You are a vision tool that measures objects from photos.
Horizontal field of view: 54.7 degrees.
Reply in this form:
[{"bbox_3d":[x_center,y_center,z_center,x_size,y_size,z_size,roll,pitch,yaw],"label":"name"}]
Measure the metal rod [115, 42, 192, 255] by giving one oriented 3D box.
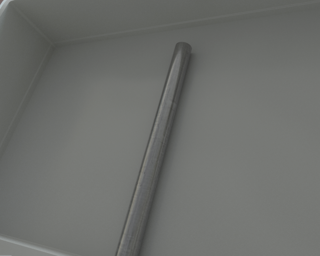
[{"bbox_3d":[-0.001,0.012,0.397,0.025,0.025,0.300,1,62,28],"label":"metal rod"}]
